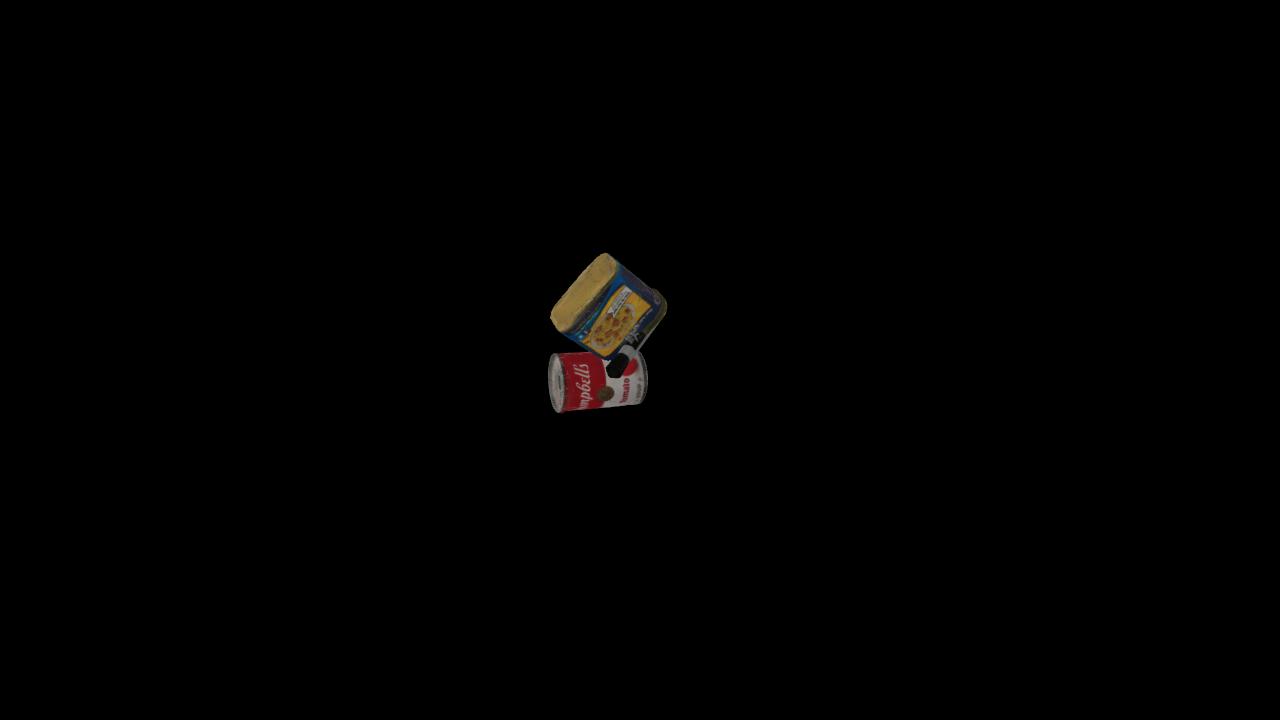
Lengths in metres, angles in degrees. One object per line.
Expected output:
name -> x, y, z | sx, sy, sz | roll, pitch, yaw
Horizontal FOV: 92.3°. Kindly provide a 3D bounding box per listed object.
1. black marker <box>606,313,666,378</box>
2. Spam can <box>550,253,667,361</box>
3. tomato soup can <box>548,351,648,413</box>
black marker -> -0.004, -0.022, 0.681 | 0.020, 0.020, 0.121 | 0, 38, 34
Spam can -> -0.035, -0.054, 0.677 | 0.085, 0.101, 0.058 | 34, 12, -40
tomato soup can -> -0.049, 0.023, 0.709 | 0.101, 0.068, 0.068 | -3, 1, -23
